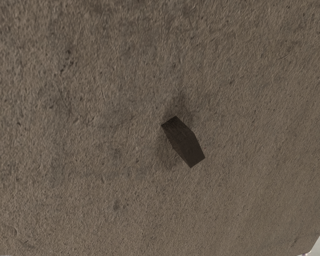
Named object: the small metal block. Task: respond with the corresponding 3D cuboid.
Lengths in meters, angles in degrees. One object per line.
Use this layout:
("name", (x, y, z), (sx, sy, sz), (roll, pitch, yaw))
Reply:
("small metal block", (0.031, 0.018, 0.421), (0.025, 0.050, 0.050), (-34, 129, -6))
